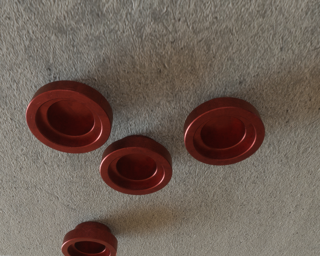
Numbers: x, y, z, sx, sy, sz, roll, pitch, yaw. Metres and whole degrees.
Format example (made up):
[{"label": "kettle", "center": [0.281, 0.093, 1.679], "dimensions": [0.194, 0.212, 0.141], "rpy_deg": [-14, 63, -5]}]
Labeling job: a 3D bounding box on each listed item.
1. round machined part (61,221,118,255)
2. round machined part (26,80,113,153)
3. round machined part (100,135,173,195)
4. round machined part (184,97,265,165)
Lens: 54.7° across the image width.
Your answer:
[{"label": "round machined part", "center": [-0.127, 0.210, 0.573], "dimensions": [0.099, 0.042, 0.097], "rpy_deg": [0, 130, 0]}, {"label": "round machined part", "center": [-0.107, -0.017, 0.380], "dimensions": [0.099, 0.042, 0.097], "rpy_deg": [0, 130, 0]}, {"label": "round machined part", "center": [-0.032, 0.048, 0.436], "dimensions": [0.099, 0.042, 0.097], "rpy_deg": [0, 130, 0]}, {"label": "round machined part", "center": [0.079, 0.000, 0.397], "dimensions": [0.099, 0.042, 0.097], "rpy_deg": [0, 130, 0]}]
